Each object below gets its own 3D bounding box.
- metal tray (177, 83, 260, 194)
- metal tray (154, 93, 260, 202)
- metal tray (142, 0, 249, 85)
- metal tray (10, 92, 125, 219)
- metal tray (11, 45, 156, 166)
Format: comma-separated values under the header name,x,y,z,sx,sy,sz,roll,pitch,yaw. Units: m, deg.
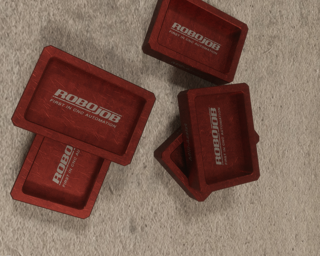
name,x,y,z,sx,sy,sz,roll,pitch,yaw
metal tray,0.077,0.011,0.403,0.091,0.030,0.129,-9,93,-20
metal tray,0.068,0.025,0.432,0.130,0.030,0.090,-43,104,-15
metal tray,0.051,-0.123,0.425,0.131,0.030,0.090,20,83,-19
metal tray,-0.105,0.031,0.367,0.091,0.030,0.130,23,82,-19
metal tray,-0.080,-0.021,0.344,0.131,0.030,0.090,23,82,-19
